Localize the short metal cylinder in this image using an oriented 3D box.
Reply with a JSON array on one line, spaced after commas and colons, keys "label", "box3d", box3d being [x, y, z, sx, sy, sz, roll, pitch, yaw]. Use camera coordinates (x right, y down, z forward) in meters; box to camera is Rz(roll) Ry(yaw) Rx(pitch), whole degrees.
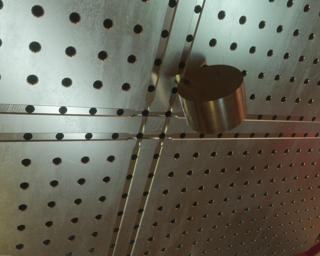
[{"label": "short metal cylinder", "box3d": [0.067, -0.037, 0.391, 0.080, 0.080, 0.050, -28, 128, -11]}]
